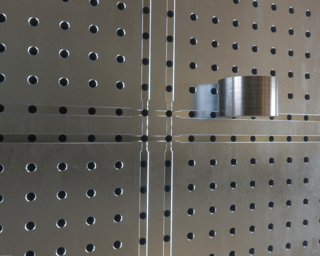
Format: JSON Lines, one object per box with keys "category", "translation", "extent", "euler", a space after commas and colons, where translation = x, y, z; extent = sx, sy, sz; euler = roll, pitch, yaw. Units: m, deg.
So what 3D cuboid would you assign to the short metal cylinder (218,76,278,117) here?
{"category": "short metal cylinder", "translation": [0.121, -0.041, 0.427], "extent": [0.081, 0.080, 0.050], "euler": [0, 90, -20]}
